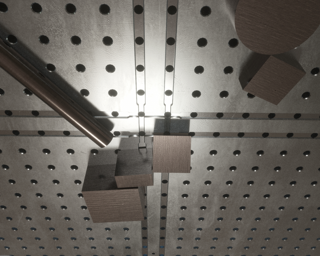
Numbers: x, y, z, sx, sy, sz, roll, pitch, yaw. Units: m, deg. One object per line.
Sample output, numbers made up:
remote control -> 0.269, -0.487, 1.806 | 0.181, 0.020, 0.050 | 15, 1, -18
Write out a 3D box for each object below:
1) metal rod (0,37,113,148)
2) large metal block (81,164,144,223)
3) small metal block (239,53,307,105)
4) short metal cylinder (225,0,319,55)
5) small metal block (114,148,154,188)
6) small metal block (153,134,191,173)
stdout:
metal rod -> -0.165, -0.073, 0.346 | 0.025, 0.025, 0.300 | -31, 124, 23
large metal block -> -0.068, 0.102, 0.481 | 0.080, 0.050, 0.079 | -3, 130, 2
small metal block -> 0.130, -0.061, 0.362 | 0.050, 0.025, 0.050 | 21, 127, -17
short metal cylinder -> 0.107, -0.118, 0.296 | 0.081, 0.050, 0.079 | -1, 130, 0
small metal block -> -0.035, 0.056, 0.443 | 0.050, 0.050, 0.025 | -4, 130, 3
small metal block -> 0.016, 0.034, 0.425 | 0.050, 0.025, 0.050 | 1, 93, -2
